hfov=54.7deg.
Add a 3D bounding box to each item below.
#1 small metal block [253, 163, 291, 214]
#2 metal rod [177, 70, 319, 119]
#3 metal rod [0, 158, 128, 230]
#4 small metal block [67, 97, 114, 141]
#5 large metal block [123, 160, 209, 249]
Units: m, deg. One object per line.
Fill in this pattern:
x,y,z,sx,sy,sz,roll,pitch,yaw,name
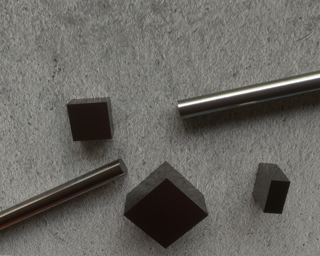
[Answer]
0.153,0.082,0.429,0.025,0.050,0.050,5,110,-2,small metal block
0.172,-0.054,0.392,0.302,0.025,0.025,-12,110,4,metal rod
-0.186,0.115,0.449,0.301,0.025,0.025,-24,109,8,metal rod
-0.089,-0.012,0.404,0.050,0.025,0.050,-4,110,1,small metal block
0.008,0.108,0.436,0.080,0.050,0.080,-43,105,14,large metal block
